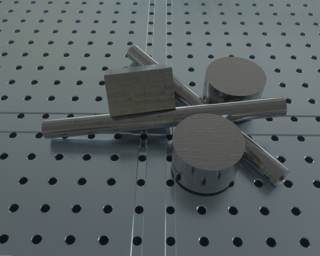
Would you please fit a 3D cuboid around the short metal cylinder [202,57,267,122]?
[{"bbox_3d":[0.102,-0.055,0.434,0.081,0.050,0.080,0,50,0],"label":"short metal cylinder"}]

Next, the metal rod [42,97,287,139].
[{"bbox_3d":[0.003,-0.012,0.391,0.302,0.025,0.025,-5,50,3],"label":"metal rod"}]

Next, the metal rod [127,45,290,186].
[{"bbox_3d":[0.049,-0.033,0.432,0.025,0.025,0.300,-31,57,-23],"label":"metal rod"}]

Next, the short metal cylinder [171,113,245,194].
[{"bbox_3d":[0.054,0.029,0.363,0.081,0.050,0.080,0,50,0],"label":"short metal cylinder"}]

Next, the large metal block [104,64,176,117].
[{"bbox_3d":[-0.028,-0.053,0.407,0.081,0.050,0.080,-8,16,-6],"label":"large metal block"}]
